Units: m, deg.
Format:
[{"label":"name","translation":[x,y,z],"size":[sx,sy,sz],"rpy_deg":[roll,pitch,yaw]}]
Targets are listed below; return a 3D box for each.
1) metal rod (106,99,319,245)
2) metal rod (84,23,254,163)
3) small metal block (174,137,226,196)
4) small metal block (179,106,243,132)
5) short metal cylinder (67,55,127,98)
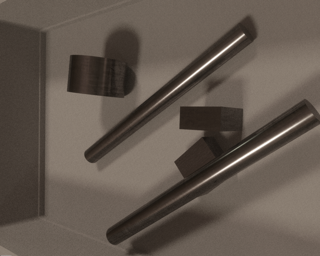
[{"label":"metal rod","translation":[0.034,0.066,0.344],"size":[0.299,0.025,0.025],"rpy_deg":[-40,66,32]},{"label":"metal rod","translation":[-0.009,-0.029,0.412],"size":[0.299,0.025,0.025],"rpy_deg":[-36,68,33]},{"label":"small metal block","translation":[0.052,0.045,0.362],"size":[0.050,0.025,0.050],"rpy_deg":[-46,63,30]},{"label":"small metal block","translation":[0.057,-0.010,0.342],"size":[0.050,0.050,0.025],"rpy_deg":[3,92,39]},{"label":"short metal cylinder","translation":[-0.089,-0.072,0.442],"size":[0.080,0.081,0.050],"rpy_deg":[11,97,39]}]
